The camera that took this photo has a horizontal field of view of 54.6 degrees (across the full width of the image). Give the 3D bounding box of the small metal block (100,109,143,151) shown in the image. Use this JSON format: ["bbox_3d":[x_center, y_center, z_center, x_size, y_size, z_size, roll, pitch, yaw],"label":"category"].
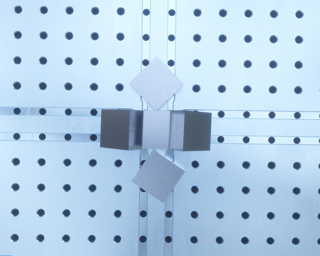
[{"bbox_3d":[-0.050,0.001,0.400,0.050,0.025,0.050,3,91,36],"label":"small metal block"}]

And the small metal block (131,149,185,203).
[{"bbox_3d":[-0.002,0.062,0.413,0.050,0.025,0.050,34,90,1],"label":"small metal block"}]

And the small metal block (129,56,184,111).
[{"bbox_3d":[-0.004,-0.058,0.413,0.050,0.025,0.050,-44,89,-1],"label":"small metal block"}]

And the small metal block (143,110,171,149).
[{"bbox_3d":[-0.004,0.002,0.413,0.050,0.025,0.050,1,89,0],"label":"small metal block"}]

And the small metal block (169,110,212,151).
[{"bbox_3d":[0.040,0.004,0.400,0.050,0.025,0.050,3,90,-41],"label":"small metal block"}]
